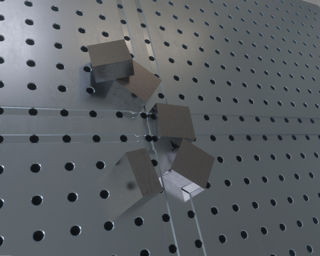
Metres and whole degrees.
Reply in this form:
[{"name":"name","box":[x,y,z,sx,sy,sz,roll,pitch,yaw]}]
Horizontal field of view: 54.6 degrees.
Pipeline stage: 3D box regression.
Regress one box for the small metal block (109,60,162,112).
[{"name":"small metal block","box":[-0.033,-0.058,0.426,0.050,0.025,0.050,35,51,-5]}]

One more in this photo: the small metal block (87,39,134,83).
[{"name":"small metal block","box":[-0.065,-0.089,0.407,0.050,0.025,0.050,-13,47,-10]}]

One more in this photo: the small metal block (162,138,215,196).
[{"name":"small metal block","box":[0.037,0.050,0.397,0.050,0.025,0.050,32,52,-7]}]

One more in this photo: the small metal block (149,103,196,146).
[{"name":"small metal block","box":[0.016,-0.004,0.418,0.050,0.025,0.050,5,59,-25]}]

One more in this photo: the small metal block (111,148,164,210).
[{"name":"small metal block","box":[-0.027,0.057,0.343,0.025,0.050,0.050,-11,68,-33]}]
